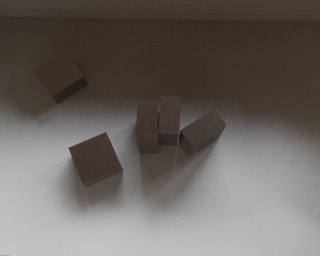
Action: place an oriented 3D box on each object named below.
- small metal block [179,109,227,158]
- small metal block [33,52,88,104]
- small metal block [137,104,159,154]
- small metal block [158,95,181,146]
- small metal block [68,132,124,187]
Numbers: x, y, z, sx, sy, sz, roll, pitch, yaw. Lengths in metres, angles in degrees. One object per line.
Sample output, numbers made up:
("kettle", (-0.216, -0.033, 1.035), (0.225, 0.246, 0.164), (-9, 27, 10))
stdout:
("small metal block", (0.052, 0.008, 0.394), (0.050, 0.050, 0.025), (-32, 73, -11))
("small metal block", (-0.139, -0.070, 0.434), (0.050, 0.025, 0.050), (-37, 74, -12))
("small metal block", (-0.015, 0.002, 0.395), (0.025, 0.050, 0.050), (-1, 70, 0))
("small metal block", (0.012, -0.008, 0.399), (0.025, 0.050, 0.050), (4, 70, 1))
("small metal block", (-0.081, 0.040, 0.394), (0.050, 0.025, 0.050), (-24, 72, -9))
